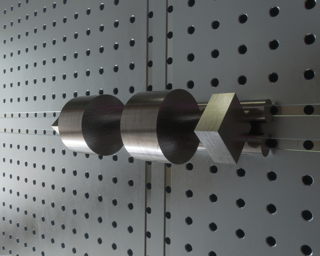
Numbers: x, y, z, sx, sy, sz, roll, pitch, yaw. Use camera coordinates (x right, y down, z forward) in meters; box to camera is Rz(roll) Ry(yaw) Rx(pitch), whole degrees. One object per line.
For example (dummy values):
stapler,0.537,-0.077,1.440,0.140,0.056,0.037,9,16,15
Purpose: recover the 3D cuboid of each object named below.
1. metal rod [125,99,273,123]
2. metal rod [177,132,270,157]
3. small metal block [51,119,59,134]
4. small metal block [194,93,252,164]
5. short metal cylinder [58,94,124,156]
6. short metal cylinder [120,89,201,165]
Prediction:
metal rod,-0.004,-0.020,0.413,0.300,0.025,0.025,1,91,40
metal rod,-0.006,0.014,0.415,0.300,0.025,0.025,1,91,40
small metal block,-0.125,-0.004,0.467,0.025,0.050,0.050,1,49,40
small metal block,0.065,0.001,0.310,0.025,0.050,0.050,1,50,40
short metal cylinder,-0.087,-0.004,0.417,0.050,0.081,0.079,1,91,40
short metal cylinder,0.003,-0.002,0.342,0.050,0.081,0.079,1,91,40
